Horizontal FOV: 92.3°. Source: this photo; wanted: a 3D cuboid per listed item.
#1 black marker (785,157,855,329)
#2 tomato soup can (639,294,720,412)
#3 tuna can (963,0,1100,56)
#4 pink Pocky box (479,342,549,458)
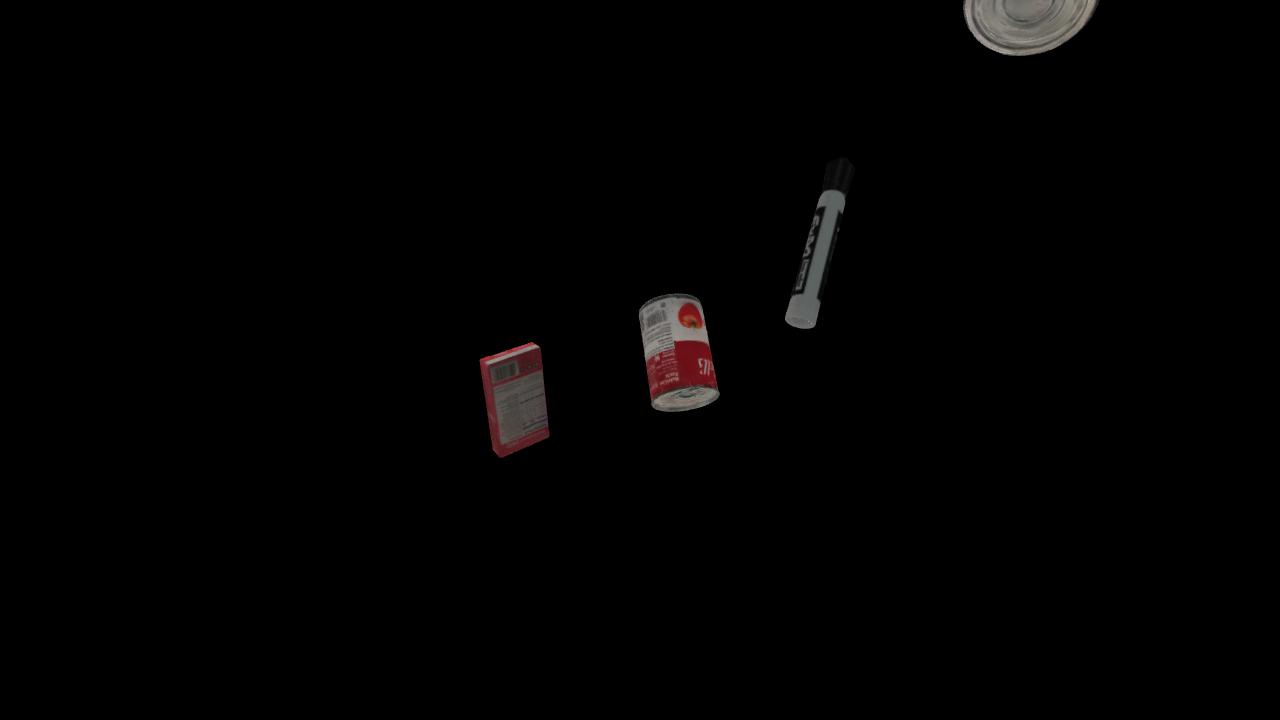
[{"bbox_3d":[0.117,-0.078,0.394,0.020,0.121,0.020,17,-16,5],"label":"black marker"},{"bbox_3d":[0.037,-0.007,0.612,0.068,0.101,0.068,-7,-23,-3],"label":"tomato soup can"},{"bbox_3d":[0.273,-0.257,0.427,0.084,0.034,0.084,28,-20,11],"label":"tuna can"},{"bbox_3d":[-0.177,0.058,0.877,0.084,0.155,0.029,-21,34,-33],"label":"pink Pocky box"}]
